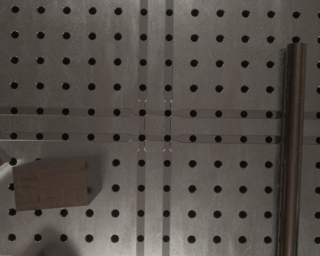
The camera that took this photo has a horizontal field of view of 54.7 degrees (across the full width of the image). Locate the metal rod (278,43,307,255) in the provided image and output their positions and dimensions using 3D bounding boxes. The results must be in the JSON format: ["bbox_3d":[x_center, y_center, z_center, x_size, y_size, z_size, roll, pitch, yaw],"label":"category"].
[{"bbox_3d":[0.177,0.038,0.415,0.025,0.025,0.298,2,90,-1],"label":"metal rod"}]

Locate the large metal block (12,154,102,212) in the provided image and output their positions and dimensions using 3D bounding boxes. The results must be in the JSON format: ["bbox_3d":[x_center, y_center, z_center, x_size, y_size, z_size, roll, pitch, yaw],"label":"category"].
[{"bbox_3d":[-0.122,0.065,0.384,0.081,0.080,0.050,-5,90,-1],"label":"large metal block"}]

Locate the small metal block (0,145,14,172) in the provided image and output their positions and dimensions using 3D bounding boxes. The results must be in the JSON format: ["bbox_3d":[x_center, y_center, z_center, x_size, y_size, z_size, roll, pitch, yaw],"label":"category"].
[{"bbox_3d":[-0.236,0.042,0.410,0.050,0.025,0.050,-40,91,0],"label":"small metal block"}]
